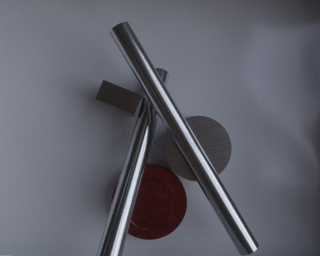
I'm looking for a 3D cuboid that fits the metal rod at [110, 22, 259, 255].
[{"bbox_3d":[0.028,0.012,0.361,0.025,0.025,0.299,-31,90,0],"label":"metal rod"}]

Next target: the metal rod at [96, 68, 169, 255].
[{"bbox_3d":[-0.033,0.059,0.349,0.025,0.025,0.300,15,65,0],"label":"metal rod"}]

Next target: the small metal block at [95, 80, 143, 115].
[{"bbox_3d":[-0.050,-0.037,0.398,0.050,0.050,0.025,22,90,-1],"label":"small metal block"}]

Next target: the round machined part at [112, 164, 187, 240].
[{"bbox_3d":[-0.014,0.098,0.403,0.099,0.042,0.097,0,90,-1],"label":"round machined part"}]

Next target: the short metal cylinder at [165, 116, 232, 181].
[{"bbox_3d":[0.046,0.025,0.400,0.081,0.050,0.079,0,90,-1],"label":"short metal cylinder"}]
